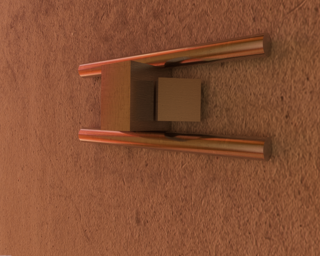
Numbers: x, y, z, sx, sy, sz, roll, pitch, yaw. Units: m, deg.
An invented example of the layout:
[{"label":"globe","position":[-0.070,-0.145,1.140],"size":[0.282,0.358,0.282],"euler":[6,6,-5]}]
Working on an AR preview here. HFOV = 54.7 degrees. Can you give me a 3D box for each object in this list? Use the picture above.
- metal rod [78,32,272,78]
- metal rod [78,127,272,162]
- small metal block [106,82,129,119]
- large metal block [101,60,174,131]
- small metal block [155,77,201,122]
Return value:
[{"label":"metal rod","position":[-0.007,-0.089,0.410],"size":[0.300,0.025,0.025],"euler":[2,91,39]},{"label":"metal rod","position":[-0.006,0.016,0.410],"size":[0.300,0.025,0.025],"euler":[3,92,39]},{"label":"small metal block","position":[-0.059,-0.037,0.435],"size":[0.025,0.050,0.050],"euler":[1,91,0]},{"label":"large metal block","position":[-0.027,-0.037,0.394],"size":[0.050,0.081,0.079],"euler":[1,91,40]},{"label":"small metal block","position":[0.021,-0.033,0.370],"size":[0.025,0.050,0.050],"euler":[-178,89,-81]}]
